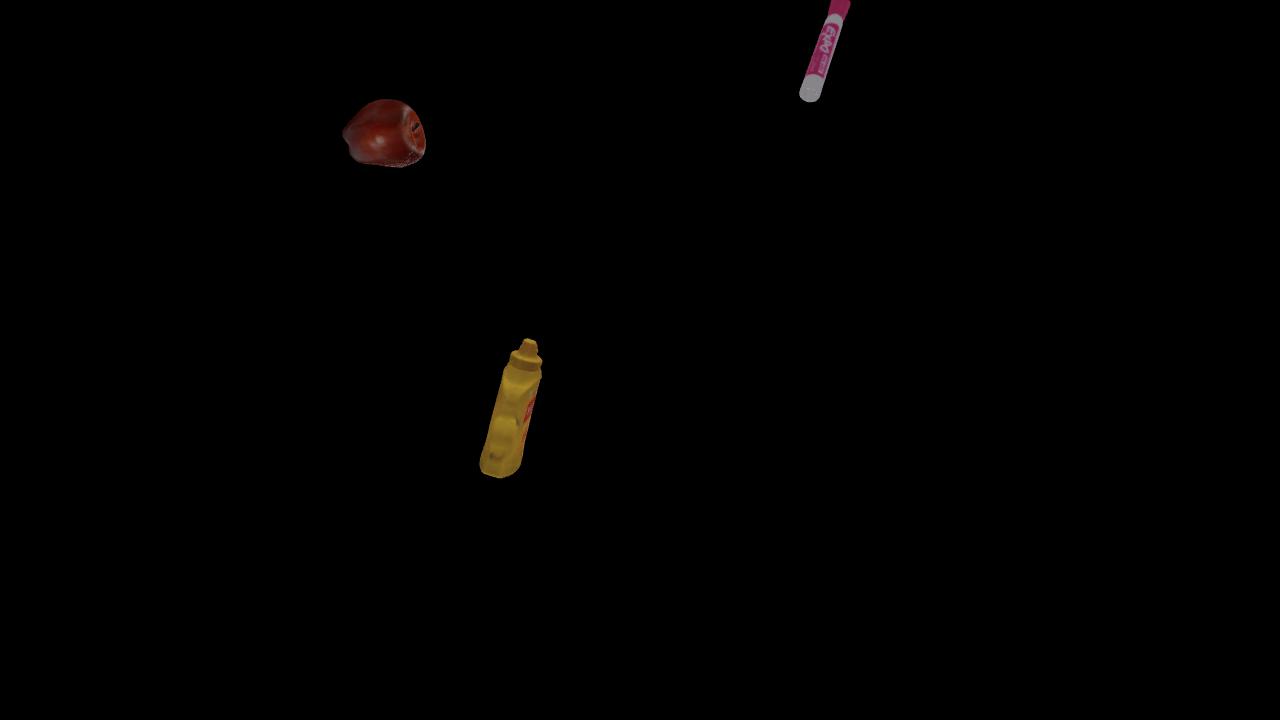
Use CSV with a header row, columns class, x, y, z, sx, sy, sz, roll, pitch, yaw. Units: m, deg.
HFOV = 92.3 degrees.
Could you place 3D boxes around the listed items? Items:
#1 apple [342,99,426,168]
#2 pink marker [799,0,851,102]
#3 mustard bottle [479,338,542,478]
class,x,y,z,sx,sy,sz,roll,pitch,yaw
apple,-0.308,-0.274,0.747,0.093,0.079,0.079,-9,-1,9
pink marker,0.172,-0.289,0.566,0.020,0.121,0.020,19,-19,7
mustard bottle,-0.168,0.059,0.824,0.054,0.184,0.092,18,13,5
